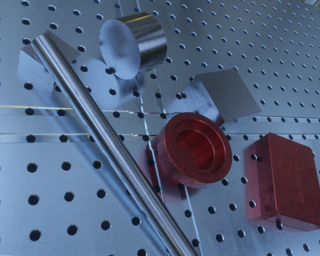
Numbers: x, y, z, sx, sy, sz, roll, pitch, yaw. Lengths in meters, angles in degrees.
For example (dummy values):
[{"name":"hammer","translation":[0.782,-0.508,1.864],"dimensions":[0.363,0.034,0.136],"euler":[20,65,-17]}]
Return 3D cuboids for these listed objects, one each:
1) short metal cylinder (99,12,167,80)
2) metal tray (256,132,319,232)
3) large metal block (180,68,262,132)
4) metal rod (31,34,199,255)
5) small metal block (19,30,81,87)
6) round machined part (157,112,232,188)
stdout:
[{"name":"short metal cylinder","translation":[-0.037,-0.112,0.423],"dimensions":[0.050,0.080,0.080],"euler":[-32,80,-38]},{"name":"metal tray","translation":[0.193,0.079,0.464],"dimensions":[0.091,0.030,0.130],"euler":[19,54,-18]},{"name":"large metal block","translation":[0.091,-0.038,0.467],"dimensions":[0.081,0.050,0.080],"euler":[-15,70,-34]},{"name":"metal rod","translation":[-0.053,0.022,0.349],"dimensions":[0.025,0.025,0.299],"euler":[-32,85,-38]},{"name":"small metal block","translation":[-0.137,-0.088,0.388],"dimensions":[0.050,0.025,0.050],"euler":[36,51,-5]},{"name":"round machined part","translation":[0.041,0.031,0.402],"dimensions":[0.099,0.042,0.098],"euler":[14,56,-21]}]
